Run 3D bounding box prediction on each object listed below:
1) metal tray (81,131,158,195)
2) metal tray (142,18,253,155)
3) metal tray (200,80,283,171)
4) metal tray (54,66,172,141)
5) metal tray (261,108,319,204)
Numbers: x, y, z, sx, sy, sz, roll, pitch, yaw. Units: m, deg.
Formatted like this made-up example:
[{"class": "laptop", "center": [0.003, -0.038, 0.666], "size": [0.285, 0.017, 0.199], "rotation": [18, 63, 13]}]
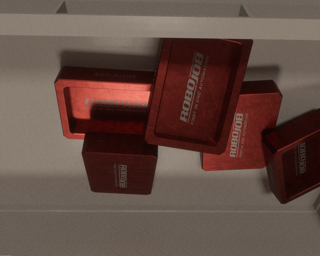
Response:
[{"class": "metal tray", "center": [-0.053, 0.053, 0.427], "size": [0.091, 0.030, 0.129], "rotation": [4, 147, -4]}, {"class": "metal tray", "center": [0.037, -0.042, 0.333], "size": [0.091, 0.030, 0.129], "rotation": [10, 102, -9]}, {"class": "metal tray", "center": [0.101, 0.001, 0.409], "size": [0.091, 0.030, 0.129], "rotation": [-3, 130, 2]}, {"class": "metal tray", "center": [-0.055, -0.026, 0.382], "size": [0.131, 0.030, 0.089], "rotation": [3, 130, -3]}, {"class": "metal tray", "center": [0.193, 0.043, 0.421], "size": [0.090, 0.030, 0.130], "rotation": [-27, 133, 0]}]
